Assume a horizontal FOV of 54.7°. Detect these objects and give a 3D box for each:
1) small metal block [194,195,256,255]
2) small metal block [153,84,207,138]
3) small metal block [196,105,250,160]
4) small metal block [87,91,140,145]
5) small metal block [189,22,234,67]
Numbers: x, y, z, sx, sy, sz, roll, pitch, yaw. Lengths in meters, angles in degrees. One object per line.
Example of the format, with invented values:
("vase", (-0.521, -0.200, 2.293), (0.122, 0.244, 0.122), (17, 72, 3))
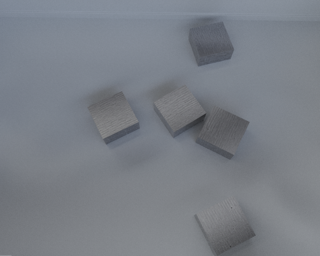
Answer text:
("small metal block", (0.076, 0.115, 0.368), (0.050, 0.025, 0.050), (-24, 72, -9))
("small metal block", (0.026, -0.023, 0.418), (0.050, 0.025, 0.050), (-31, 73, -11))
("small metal block", (0.082, 0.006, 0.408), (0.050, 0.025, 0.050), (27, 72, 9))
("small metal block", (-0.061, -0.013, 0.414), (0.050, 0.025, 0.050), (-26, 72, -9))
("small metal block", (0.074, -0.123, 0.455), (0.050, 0.025, 0.050), (-14, 71, -5))
